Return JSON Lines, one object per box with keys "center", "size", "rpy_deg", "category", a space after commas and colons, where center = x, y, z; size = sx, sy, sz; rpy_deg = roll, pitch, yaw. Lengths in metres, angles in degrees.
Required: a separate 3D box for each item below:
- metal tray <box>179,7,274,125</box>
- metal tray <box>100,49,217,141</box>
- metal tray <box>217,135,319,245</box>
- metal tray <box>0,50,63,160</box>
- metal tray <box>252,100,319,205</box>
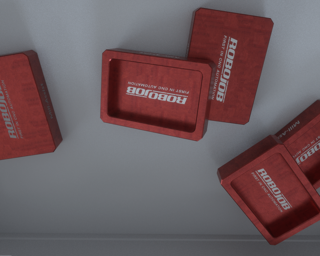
{"center": [0.076, -0.074, 0.382], "size": [0.091, 0.030, 0.129], "rpy_deg": [7, 110, -3], "category": "metal tray"}
{"center": [-0.005, -0.042, 0.370], "size": [0.130, 0.030, 0.089], "rpy_deg": [11, 110, 15], "category": "metal tray"}
{"center": [0.148, 0.084, 0.408], "size": [0.090, 0.030, 0.130], "rpy_deg": [-36, 107, 12], "category": "metal tray"}
{"center": [-0.189, -0.027, 0.397], "size": [0.090, 0.030, 0.129], "rpy_deg": [-9, 110, 3], "category": "metal tray"}
{"center": [0.198, 0.037, 0.423], "size": [0.130, 0.030, 0.090], "rpy_deg": [-43, 105, 14], "category": "metal tray"}
